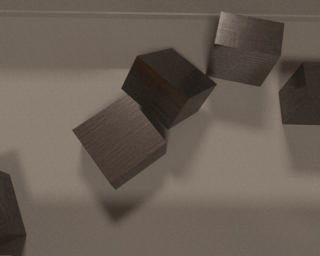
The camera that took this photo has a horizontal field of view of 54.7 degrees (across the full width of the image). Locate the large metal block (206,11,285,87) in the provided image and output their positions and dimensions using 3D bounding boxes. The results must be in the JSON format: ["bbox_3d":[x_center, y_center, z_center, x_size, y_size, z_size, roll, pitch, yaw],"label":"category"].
[{"bbox_3d":[0.111,-0.104,0.420,0.080,0.080,0.050,12,71,4],"label":"large metal block"}]

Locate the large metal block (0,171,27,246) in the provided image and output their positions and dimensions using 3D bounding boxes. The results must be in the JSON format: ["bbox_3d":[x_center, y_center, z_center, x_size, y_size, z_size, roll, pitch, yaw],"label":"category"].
[{"bbox_3d":[-0.214,0.101,0.357,0.080,0.050,0.080,-22,72,-8],"label":"large metal block"}]

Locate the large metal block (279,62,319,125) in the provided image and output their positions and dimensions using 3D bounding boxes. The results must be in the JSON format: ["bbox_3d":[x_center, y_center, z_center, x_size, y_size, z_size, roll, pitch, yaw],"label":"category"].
[{"bbox_3d":[0.210,-0.041,0.398,0.081,0.080,0.050,1,70,0],"label":"large metal block"}]

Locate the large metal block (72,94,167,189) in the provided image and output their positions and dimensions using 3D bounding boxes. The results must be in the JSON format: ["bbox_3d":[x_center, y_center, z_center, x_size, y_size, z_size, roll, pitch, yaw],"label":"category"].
[{"bbox_3d":[-0.048,0.018,0.389,0.080,0.050,0.080,-35,74,-12],"label":"large metal block"}]

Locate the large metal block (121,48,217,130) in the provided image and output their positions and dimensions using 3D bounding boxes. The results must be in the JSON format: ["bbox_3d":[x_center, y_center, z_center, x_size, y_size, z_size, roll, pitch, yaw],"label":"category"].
[{"bbox_3d":[0.013,-0.053,0.395,0.080,0.050,0.081,42,36,13],"label":"large metal block"}]
